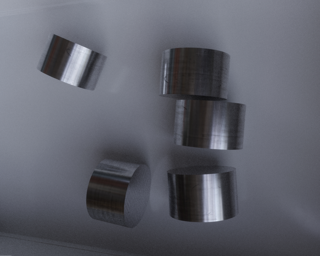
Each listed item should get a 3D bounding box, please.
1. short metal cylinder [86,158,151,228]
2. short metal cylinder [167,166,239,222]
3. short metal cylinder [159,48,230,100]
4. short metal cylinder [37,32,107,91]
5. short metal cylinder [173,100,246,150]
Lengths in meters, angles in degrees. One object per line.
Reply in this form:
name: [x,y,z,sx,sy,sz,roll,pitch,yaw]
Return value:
short metal cylinder: [-0.050,0.082,0.398,0.050,0.080,0.079,7,92,19]
short metal cylinder: [0.050,0.074,0.363,0.080,0.080,0.050,-4,89,19]
short metal cylinder: [0.040,-0.061,0.366,0.080,0.080,0.050,5,92,19]
short metal cylinder: [-0.119,-0.090,0.422,0.080,0.080,0.050,26,99,18]
short metal cylinder: [0.057,-0.004,0.361,0.080,0.080,0.050,5,92,19]
